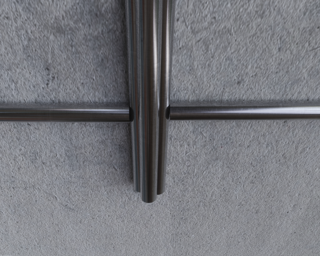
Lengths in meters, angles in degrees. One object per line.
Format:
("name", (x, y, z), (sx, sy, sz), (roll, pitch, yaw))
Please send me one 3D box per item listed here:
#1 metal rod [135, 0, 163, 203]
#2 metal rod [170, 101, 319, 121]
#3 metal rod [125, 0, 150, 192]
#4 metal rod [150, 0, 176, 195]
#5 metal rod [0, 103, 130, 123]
("metal rod", (-0.014, -0.010, 0.374), (0.025, 0.025, 0.298), (1, 130, -1))
("metal rod", (0.163, -0.022, 0.392), (0.302, 0.025, 0.025), (0, 130, -1))
("metal rod", (-0.025, -0.022, 0.391), (0.025, 0.025, 0.298), (1, 130, -1))
("metal rod", (-0.001, -0.017, 0.395), (0.025, 0.025, 0.298), (1, 130, -1))
("metal rod", (-0.189, -0.019, 0.389), (0.302, 0.025, 0.025), (0, 130, -1))
